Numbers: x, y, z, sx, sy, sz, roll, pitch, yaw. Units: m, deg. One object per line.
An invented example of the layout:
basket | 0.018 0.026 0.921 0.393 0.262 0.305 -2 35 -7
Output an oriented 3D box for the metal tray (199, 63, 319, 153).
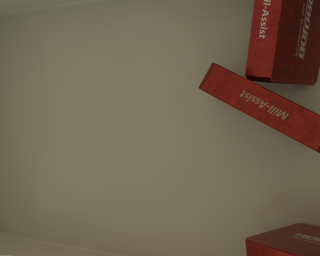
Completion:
metal tray | 0.114 -0.022 0.335 0.130 0.090 0.030 31 101 17

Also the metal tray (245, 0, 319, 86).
metal tray | 0.135 -0.111 0.317 0.030 0.091 0.129 17 107 51

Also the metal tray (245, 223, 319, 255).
metal tray | 0.157 0.122 0.286 0.130 0.091 0.030 -11 82 61
